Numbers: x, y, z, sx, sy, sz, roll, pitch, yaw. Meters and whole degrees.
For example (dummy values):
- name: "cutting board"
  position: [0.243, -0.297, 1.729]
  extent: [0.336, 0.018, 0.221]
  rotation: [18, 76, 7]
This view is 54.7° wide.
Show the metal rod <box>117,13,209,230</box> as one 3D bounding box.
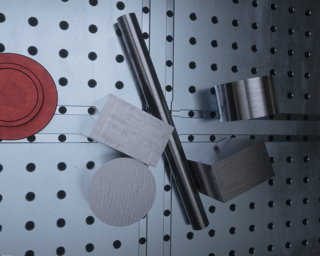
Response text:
- name: "metal rod"
  position: [0.007, -0.003, 0.414]
  extent: [0.025, 0.025, 0.298]
  rotation: [-22, 98, -19]

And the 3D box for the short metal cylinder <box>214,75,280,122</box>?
- name: "short metal cylinder"
  position: [0.119, -0.040, 0.427]
  extent: [0.081, 0.080, 0.050]
  rotation: [-12, 94, -20]

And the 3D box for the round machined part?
- name: "round machined part"
  position: [-0.165, -0.035, 0.343]
  extent: [0.099, 0.042, 0.097]
  rotation: [0, 90, -20]

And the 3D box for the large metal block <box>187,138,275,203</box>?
- name: "large metal block"
  position: [0.090, 0.052, 0.416]
  extent: [0.081, 0.080, 0.050]
  rotation: [-22, 98, -19]

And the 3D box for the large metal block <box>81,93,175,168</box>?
- name: "large metal block"
  position: [-0.042, 0.004, 0.368]
  extent: [0.080, 0.080, 0.050]
  rotation: [28, 81, -18]

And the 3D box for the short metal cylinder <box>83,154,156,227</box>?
- name: "short metal cylinder"
  position: [-0.051, 0.074, 0.381]
  extent: [0.081, 0.050, 0.080]
  rotation: [0, 90, -20]
